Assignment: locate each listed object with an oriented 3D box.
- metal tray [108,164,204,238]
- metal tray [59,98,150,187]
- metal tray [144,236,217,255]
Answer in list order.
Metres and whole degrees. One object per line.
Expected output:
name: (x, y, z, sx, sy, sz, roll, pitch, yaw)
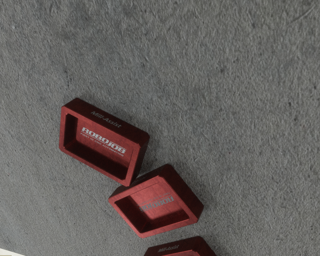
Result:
metal tray: (-0.009, 0.117, 0.480, 0.130, 0.030, 0.090, -31, 102, 38)
metal tray: (-0.087, 0.022, 0.462, 0.130, 0.030, 0.089, 26, 128, 11)
metal tray: (0.041, 0.238, 0.529, 0.130, 0.030, 0.090, -30, 102, 37)
